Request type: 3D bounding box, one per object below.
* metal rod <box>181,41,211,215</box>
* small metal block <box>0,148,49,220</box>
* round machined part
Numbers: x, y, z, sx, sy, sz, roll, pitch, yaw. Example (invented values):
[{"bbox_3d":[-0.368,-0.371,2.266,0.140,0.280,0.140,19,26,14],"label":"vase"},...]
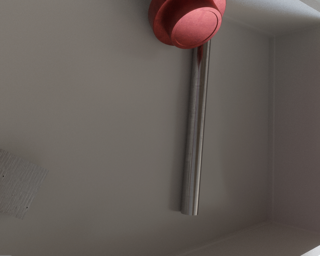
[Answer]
[{"bbox_3d":[0.055,-0.026,0.454,0.025,0.025,0.298,8,85,-40],"label":"metal rod"},{"bbox_3d":[-0.142,0.051,0.289,0.050,0.025,0.050,36,68,-35],"label":"small metal block"},{"bbox_3d":[0.038,-0.138,0.389,0.099,0.098,0.042,3,55,-40],"label":"round machined part"}]
